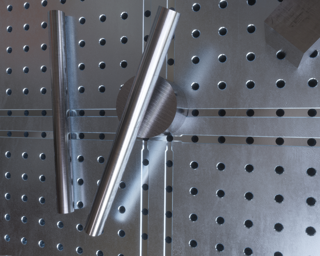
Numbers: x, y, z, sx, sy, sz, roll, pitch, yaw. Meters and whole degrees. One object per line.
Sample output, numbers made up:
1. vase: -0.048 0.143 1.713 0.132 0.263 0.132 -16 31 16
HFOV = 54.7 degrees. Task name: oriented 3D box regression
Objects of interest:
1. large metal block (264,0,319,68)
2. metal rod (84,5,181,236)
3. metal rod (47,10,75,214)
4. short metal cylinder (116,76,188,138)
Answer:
1. large metal block: 0.159 -0.117 0.327 0.050 0.080 0.080 46 104 14
2. metal rod: -0.040 0.007 0.373 0.025 0.025 0.298 28 110 18
3. metal rod: -0.148 -0.024 0.464 0.025 0.025 0.298 -4 89 20
4. short metal cylinder: -0.009 -0.028 0.402 0.080 0.050 0.079 0 90 20
